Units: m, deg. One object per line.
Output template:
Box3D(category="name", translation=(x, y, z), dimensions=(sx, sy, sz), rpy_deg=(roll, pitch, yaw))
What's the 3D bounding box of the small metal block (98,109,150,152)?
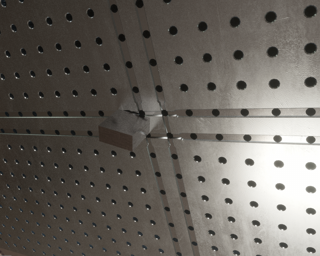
Box3D(category="small metal block", translation=(-0.047, 0.002, 0.420), dimensions=(0.050, 0.050, 0.025), rpy_deg=(16, 125, 19))
